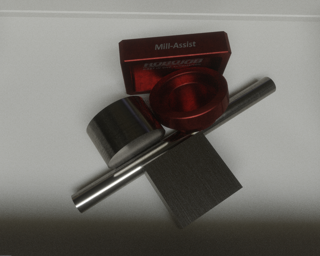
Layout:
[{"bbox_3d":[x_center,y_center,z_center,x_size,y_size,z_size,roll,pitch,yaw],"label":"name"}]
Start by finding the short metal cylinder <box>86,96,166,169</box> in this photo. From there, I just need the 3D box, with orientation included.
[{"bbox_3d":[-0.041,0.006,0.376,0.080,0.080,0.050,-32,74,-11],"label":"short metal cylinder"}]

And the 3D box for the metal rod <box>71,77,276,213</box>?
[{"bbox_3d":[0.026,0.016,0.403,0.301,0.025,0.025,-31,73,-11],"label":"metal rod"}]

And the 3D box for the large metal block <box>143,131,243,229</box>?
[{"bbox_3d":[0.036,0.063,0.371,0.080,0.050,0.080,-31,73,-11],"label":"large metal block"}]

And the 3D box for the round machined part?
[{"bbox_3d":[0.039,-0.032,0.396,0.098,0.042,0.098,-10,44,10],"label":"round machined part"}]

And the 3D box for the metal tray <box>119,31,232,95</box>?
[{"bbox_3d":[0.017,-0.081,0.402,0.131,0.090,0.030,-6,71,-3],"label":"metal tray"}]
